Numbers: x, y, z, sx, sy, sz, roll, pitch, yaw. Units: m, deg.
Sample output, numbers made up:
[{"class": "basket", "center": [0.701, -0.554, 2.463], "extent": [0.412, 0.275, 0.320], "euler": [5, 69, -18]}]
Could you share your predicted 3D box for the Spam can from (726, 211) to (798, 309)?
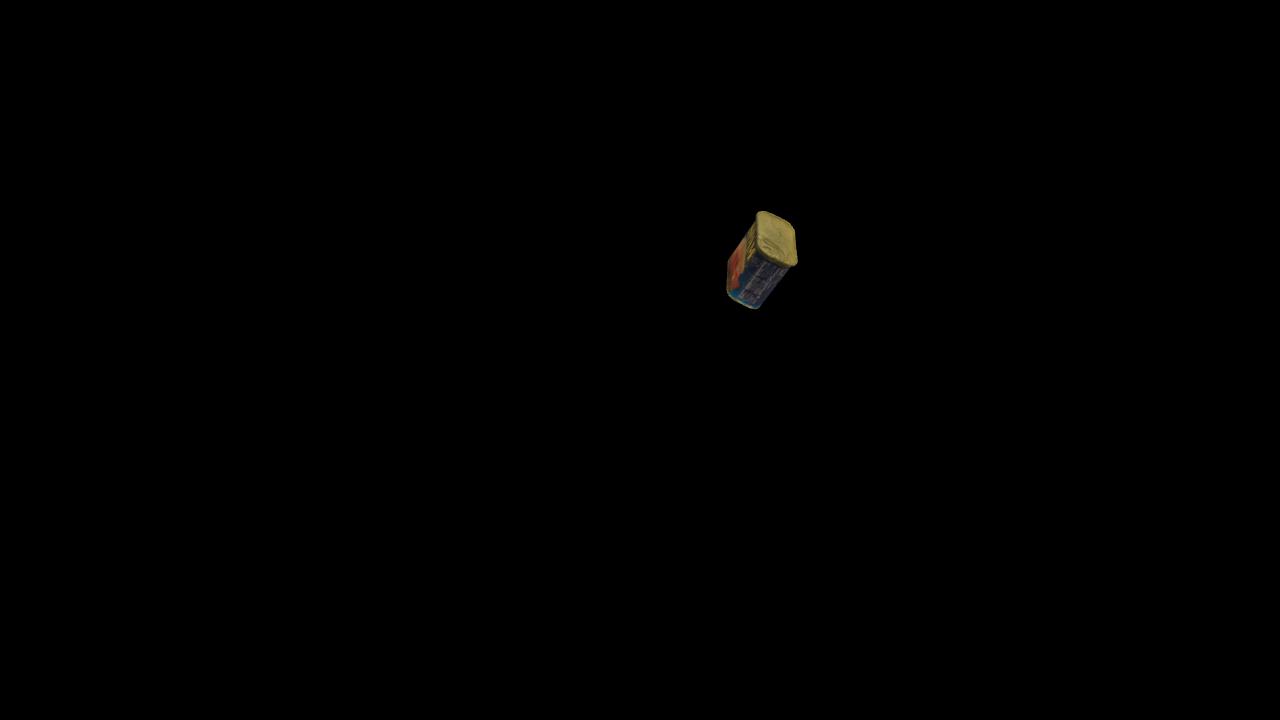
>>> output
[{"class": "Spam can", "center": [0.156, -0.129, 0.803], "extent": [0.058, 0.101, 0.085], "euler": [22, -46, -11]}]
